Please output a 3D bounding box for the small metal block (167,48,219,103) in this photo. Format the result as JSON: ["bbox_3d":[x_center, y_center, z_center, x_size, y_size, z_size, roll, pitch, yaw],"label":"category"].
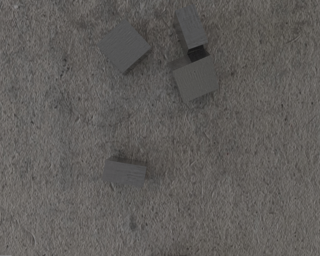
[{"bbox_3d":[0.043,-0.067,0.398,0.050,0.025,0.050,-23,127,0],"label":"small metal block"}]

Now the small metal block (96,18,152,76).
[{"bbox_3d":[-0.046,-0.105,0.409,0.050,0.025,0.050,-42,90,0],"label":"small metal block"}]

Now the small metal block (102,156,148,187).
[{"bbox_3d":[-0.043,0.055,0.397,0.050,0.050,0.025,9,90,0],"label":"small metal block"}]

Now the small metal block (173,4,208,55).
[{"bbox_3d":[0.038,-0.122,0.398,0.025,0.050,0.050,-19,90,0],"label":"small metal block"}]
